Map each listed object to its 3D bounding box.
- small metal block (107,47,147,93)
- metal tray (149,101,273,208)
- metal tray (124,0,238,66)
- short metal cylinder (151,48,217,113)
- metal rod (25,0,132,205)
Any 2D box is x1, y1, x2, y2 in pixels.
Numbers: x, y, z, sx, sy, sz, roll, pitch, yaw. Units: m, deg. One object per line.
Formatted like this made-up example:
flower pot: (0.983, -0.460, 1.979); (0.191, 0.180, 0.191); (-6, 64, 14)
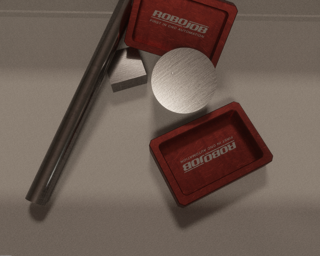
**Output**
small metal block: (-0.050, -0.084, 0.440); (0.050, 0.025, 0.050); (-17, 71, -7)
metal tray: (0.063, 0.032, 0.395); (0.131, 0.030, 0.090); (-25, 72, -9)
metal tray: (0.026, -0.139, 0.417); (0.131, 0.089, 0.030); (16, 30, -4)
short metal cylinder: (0.029, -0.061, 0.402); (0.081, 0.050, 0.079); (0, 98, -1)
metal rod: (-0.097, -0.047, 0.405); (0.025, 0.025, 0.299); (21, 78, 7)
